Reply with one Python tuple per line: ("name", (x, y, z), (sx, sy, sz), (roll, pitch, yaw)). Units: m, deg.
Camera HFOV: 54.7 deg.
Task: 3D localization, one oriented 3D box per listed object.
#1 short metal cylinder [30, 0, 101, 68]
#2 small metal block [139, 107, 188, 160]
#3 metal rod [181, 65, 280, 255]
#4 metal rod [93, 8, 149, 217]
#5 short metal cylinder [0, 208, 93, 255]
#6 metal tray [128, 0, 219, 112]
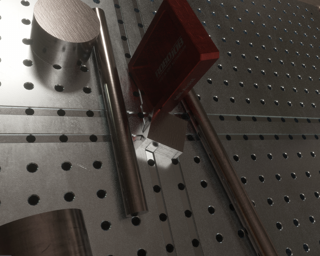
("short metal cylinder", (-0.124, -0.125, 0.403), (0.081, 0.050, 0.080), (14, 56, -21))
("small metal block", (0.006, 0.008, 0.408), (0.050, 0.025, 0.050), (23, 53, -15))
("metal rod", (0.080, 0.037, 0.430), (0.025, 0.025, 0.299), (-12, 68, -33))
("metal rod", (-0.060, -0.038, 0.399), (0.025, 0.025, 0.299), (-1, 62, -29))
("short metal cylinder", (-0.099, 0.105, 0.256), (0.081, 0.080, 0.050), (-7, 65, -32))
("metal tray", (0.010, -0.086, 0.400), (0.030, 0.129, 0.090), (-16, 71, -35))
